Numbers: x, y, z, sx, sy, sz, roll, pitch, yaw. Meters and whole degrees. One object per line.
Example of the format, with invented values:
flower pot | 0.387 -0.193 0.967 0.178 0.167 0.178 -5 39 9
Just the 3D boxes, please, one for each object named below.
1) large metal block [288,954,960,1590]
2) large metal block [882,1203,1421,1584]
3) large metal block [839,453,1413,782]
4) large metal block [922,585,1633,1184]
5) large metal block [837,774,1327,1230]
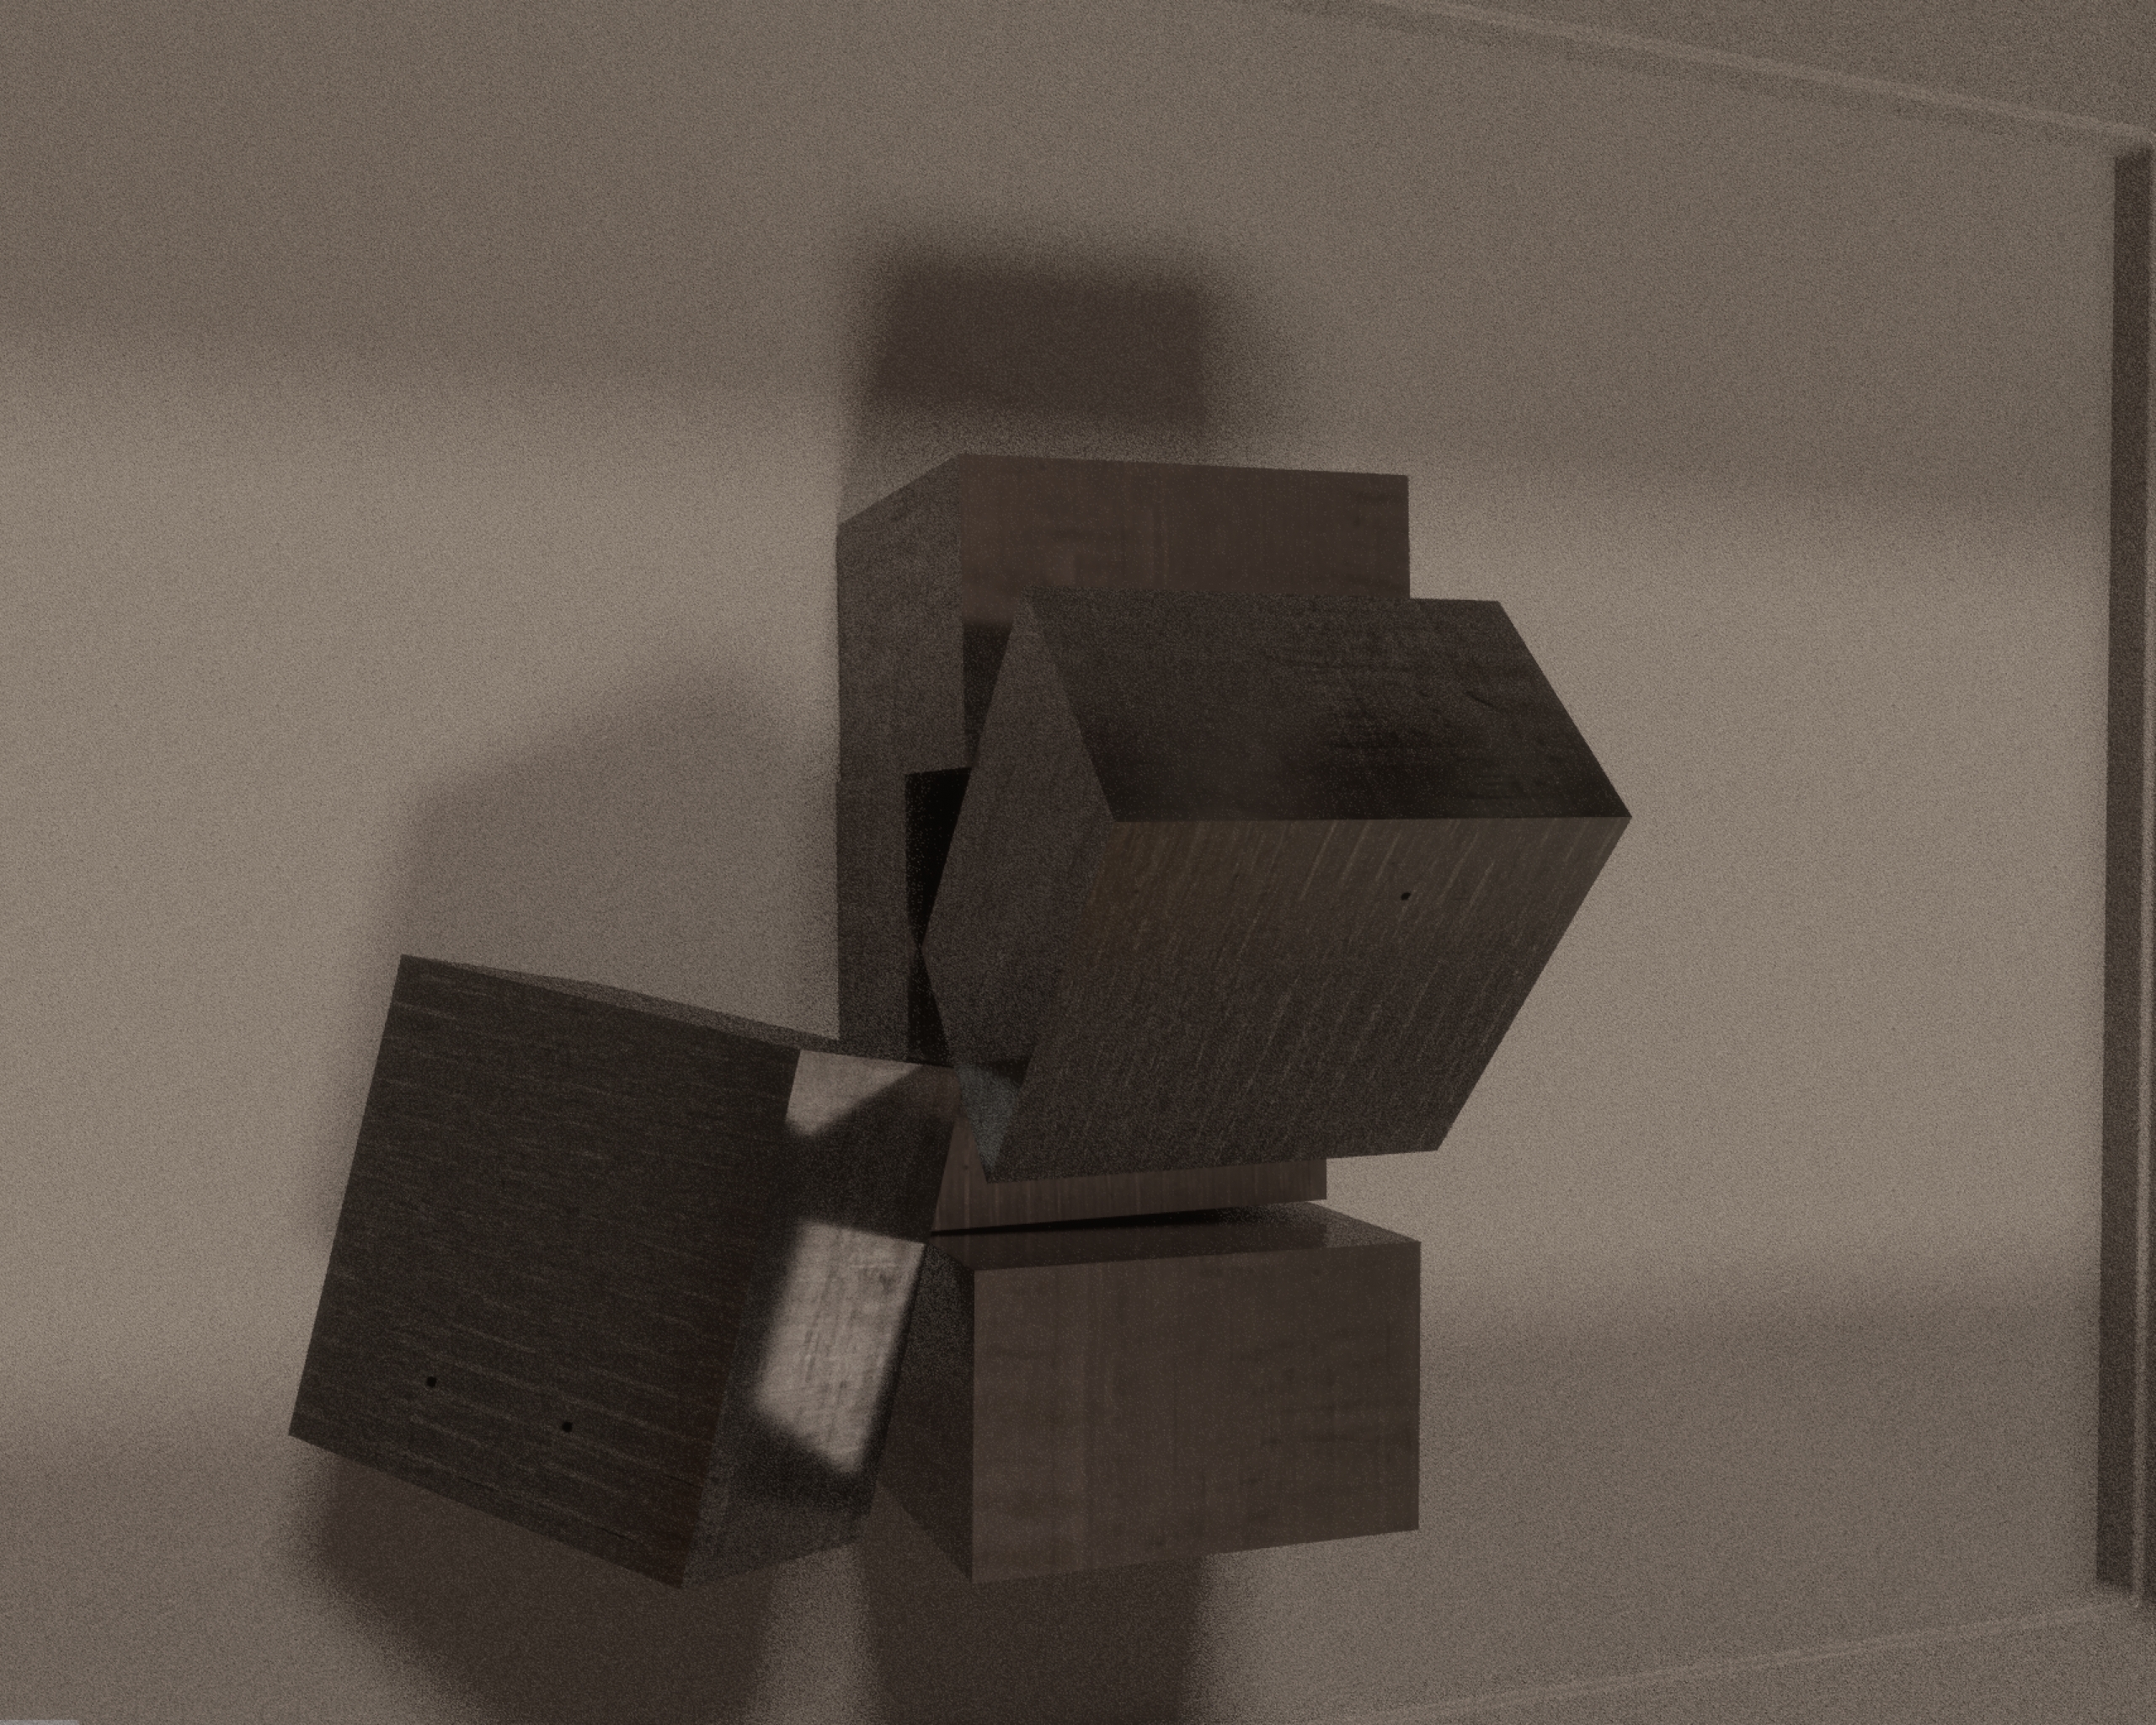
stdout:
large metal block | -0.073 0.064 0.345 0.050 0.080 0.080 20 82 -63
large metal block | 0.007 0.090 0.383 0.081 0.080 0.050 0 90 -20
large metal block | 0.006 -0.041 0.382 0.081 0.080 0.050 -1 91 -20
large metal block | 0.027 0.004 0.331 0.081 0.079 0.050 -1 46 -21
large metal block | 0.000 0.024 0.398 0.081 0.050 0.079 -1 90 -20
